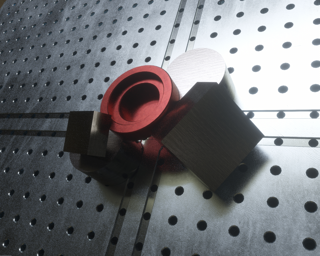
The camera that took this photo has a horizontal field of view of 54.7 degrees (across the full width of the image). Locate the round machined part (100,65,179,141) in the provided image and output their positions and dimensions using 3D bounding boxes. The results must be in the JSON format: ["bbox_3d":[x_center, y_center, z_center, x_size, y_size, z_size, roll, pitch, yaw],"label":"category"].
[{"bbox_3d":[-0.022,-0.027,0.387,0.098,0.042,0.098,-13,56,21],"label":"round machined part"}]

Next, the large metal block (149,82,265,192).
[{"bbox_3d":[0.049,0.007,0.334,0.080,0.080,0.050,-47,17,-5],"label":"large metal block"}]

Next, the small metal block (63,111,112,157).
[{"bbox_3d":[-0.087,0.007,0.370,0.050,0.025,0.050,2,81,42],"label":"small metal block"}]

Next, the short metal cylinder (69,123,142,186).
[{"bbox_3d":[-0.071,0.030,0.411,0.080,0.050,0.080,-13,56,21],"label":"short metal cylinder"}]

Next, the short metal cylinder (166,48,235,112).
[{"bbox_3d":[0.051,-0.056,0.399,0.080,0.050,0.080,-13,56,21],"label":"short metal cylinder"}]
